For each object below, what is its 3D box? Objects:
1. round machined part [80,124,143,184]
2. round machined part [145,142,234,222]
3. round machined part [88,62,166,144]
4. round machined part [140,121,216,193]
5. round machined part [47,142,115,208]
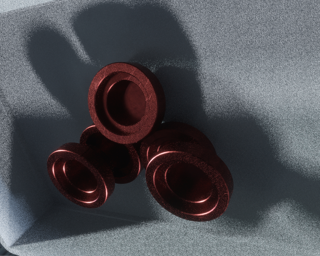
[{"bbox_3d":[-0.063,0.029,0.447,0.098,0.042,0.097,13,124,21],"label":"round machined part"},{"bbox_3d":[0.036,0.057,0.358,0.098,0.042,0.097,13,124,21],"label":"round machined part"},{"bbox_3d":[-0.037,-0.032,0.383,0.098,0.042,0.097,6,103,26],"label":"round machined part"},{"bbox_3d":[0.027,0.034,0.403,0.098,0.042,0.097,13,124,21],"label":"round machined part"},{"bbox_3d":[-0.105,0.061,0.435,0.098,0.042,0.097,13,124,21],"label":"round machined part"}]
